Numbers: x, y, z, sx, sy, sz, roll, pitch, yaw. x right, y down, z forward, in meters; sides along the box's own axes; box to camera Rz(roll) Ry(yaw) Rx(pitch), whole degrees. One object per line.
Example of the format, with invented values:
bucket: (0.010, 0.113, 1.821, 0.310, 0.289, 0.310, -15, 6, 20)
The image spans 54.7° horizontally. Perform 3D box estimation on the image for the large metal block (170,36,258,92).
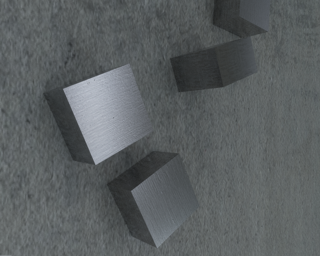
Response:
large metal block: (0.076, -0.088, 0.434, 0.081, 0.080, 0.050, -26, 107, -37)

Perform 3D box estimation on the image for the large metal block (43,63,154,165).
large metal block: (-0.064, -0.016, 0.336, 0.081, 0.050, 0.080, -31, 110, -36)

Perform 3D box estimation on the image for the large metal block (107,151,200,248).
large metal block: (-0.006, 0.084, 0.386, 0.081, 0.050, 0.080, -34, 111, -35)

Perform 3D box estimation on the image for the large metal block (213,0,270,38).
large metal block: (0.134, -0.201, 0.503, 0.081, 0.050, 0.080, 7, 86, -40)
